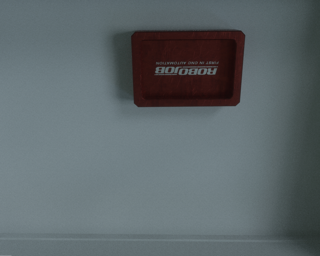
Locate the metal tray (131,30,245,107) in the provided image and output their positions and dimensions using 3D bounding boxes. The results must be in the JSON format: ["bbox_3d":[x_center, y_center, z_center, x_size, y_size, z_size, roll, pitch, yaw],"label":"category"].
[{"bbox_3d":[0.033,-0.073,0.381,0.131,0.030,0.089,-1,110,0],"label":"metal tray"}]
